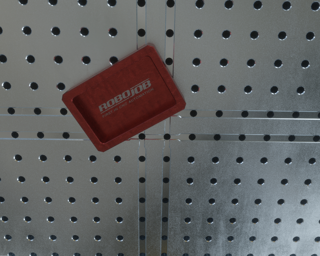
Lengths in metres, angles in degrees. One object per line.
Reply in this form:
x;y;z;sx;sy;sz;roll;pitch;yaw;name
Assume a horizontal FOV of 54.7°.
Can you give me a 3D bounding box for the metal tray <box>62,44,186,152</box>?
-0.044;-0.037;0.396;0.130;0.030;0.090;-28;108;9;metal tray
